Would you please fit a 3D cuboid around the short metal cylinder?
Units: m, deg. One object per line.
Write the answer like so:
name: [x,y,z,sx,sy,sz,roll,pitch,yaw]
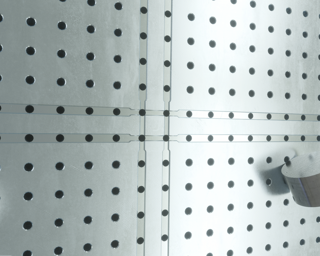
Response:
short metal cylinder: [0.235,0.076,0.473,0.081,0.080,0.050,-28,100,-18]
